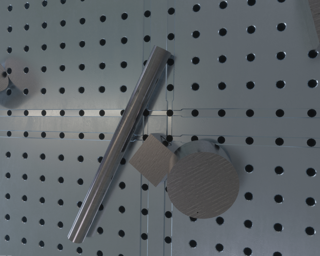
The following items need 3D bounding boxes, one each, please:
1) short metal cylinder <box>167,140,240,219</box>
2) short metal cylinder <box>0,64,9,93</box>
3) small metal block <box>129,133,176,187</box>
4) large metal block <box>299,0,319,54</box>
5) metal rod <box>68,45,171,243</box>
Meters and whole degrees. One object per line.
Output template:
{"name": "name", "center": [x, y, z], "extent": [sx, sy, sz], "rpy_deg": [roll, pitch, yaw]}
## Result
{"name": "short metal cylinder", "center": [0.049, 0.059, 0.369], "extent": [0.080, 0.050, 0.079], "rpy_deg": [0, 102, 2]}
{"name": "short metal cylinder", "center": [-0.290, -0.079, 0.486], "extent": [0.050, 0.080, 0.080], "rpy_deg": [-30, 80, 17]}
{"name": "small metal block", "center": [-0.005, 0.042, 0.414], "extent": [0.050, 0.025, 0.050], "rpy_deg": [41, 103, 15]}
{"name": "large metal block", "center": [0.199, -0.134, 0.329], "extent": [0.080, 0.050, 0.080], "rpy_deg": [-14, 85, 19]}
{"name": "metal rod", "center": [-0.060, 0.029, 0.433], "extent": [0.025, 0.025, 0.298], "rpy_deg": [28, 99, 17]}
